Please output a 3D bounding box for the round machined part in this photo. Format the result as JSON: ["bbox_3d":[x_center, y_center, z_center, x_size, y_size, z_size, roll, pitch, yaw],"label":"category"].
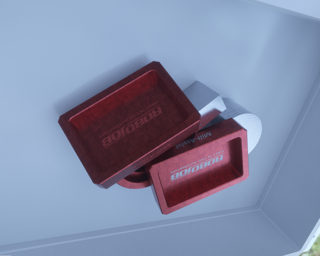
[{"bbox_3d":[-0.025,0.028,0.402,0.099,0.042,0.097,-14,125,-21],"label":"round machined part"}]

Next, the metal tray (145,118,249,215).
[{"bbox_3d":[0.050,0.050,0.402,0.131,0.030,0.089,-21,126,-11],"label":"metal tray"}]

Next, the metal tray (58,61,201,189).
[{"bbox_3d":[-0.032,-0.005,0.342,0.131,0.090,0.030,-32,161,-8],"label":"metal tray"}]

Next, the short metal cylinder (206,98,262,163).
[{"bbox_3d":[0.098,0.004,0.448,0.081,0.050,0.079,-14,125,-21],"label":"short metal cylinder"}]

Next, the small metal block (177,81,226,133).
[{"bbox_3d":[0.048,-0.029,0.400,0.050,0.050,0.025,-38,130,-5],"label":"small metal block"}]
